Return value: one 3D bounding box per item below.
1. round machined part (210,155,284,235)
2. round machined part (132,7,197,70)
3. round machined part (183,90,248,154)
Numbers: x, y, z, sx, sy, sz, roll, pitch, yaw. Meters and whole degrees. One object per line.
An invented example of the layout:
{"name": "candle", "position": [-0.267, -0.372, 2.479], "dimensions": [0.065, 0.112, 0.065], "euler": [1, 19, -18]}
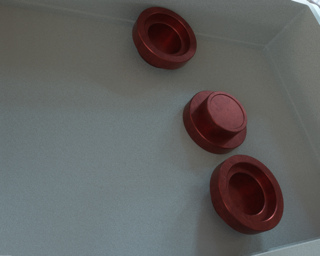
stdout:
{"name": "round machined part", "position": [0.106, 0.087, 0.398], "dimensions": [0.099, 0.042, 0.098], "euler": [14, 56, -21]}
{"name": "round machined part", "position": [0.003, -0.131, 0.471], "dimensions": [0.099, 0.042, 0.098], "euler": [11, 63, -24]}
{"name": "round machined part", "position": [0.086, -0.015, 0.450], "dimensions": [0.099, 0.042, 0.098], "euler": [14, 56, -21]}
